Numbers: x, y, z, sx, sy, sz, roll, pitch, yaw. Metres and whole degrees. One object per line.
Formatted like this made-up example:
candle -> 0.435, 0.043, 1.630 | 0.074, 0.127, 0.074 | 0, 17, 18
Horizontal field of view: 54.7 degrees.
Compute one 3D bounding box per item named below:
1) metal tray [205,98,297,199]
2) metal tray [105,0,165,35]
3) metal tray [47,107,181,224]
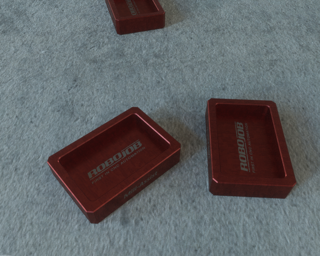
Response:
metal tray -> 0.105, 0.020, 0.384 | 0.091, 0.030, 0.130 | 3, 50, 2
metal tray -> -0.051, -0.233, 0.594 | 0.091, 0.030, 0.130 | -13, 51, -11
metal tray -> -0.051, 0.037, 0.367 | 0.131, 0.030, 0.090 | -34, 58, -26
